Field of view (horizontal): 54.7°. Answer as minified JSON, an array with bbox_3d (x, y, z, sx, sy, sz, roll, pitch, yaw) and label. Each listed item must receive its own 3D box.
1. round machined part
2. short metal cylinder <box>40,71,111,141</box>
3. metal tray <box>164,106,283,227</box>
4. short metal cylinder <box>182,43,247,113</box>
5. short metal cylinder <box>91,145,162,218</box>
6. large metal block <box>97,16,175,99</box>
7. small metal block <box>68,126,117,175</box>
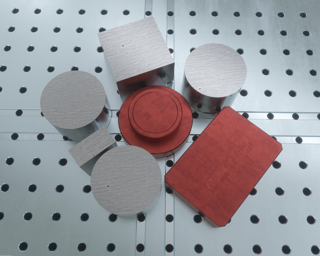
[{"bbox_3d":[-0.006,-0.013,0.407,0.099,0.042,0.098,0,70,0],"label":"round machined part"},{"bbox_3d":[-0.108,-0.028,0.407,0.081,0.050,0.080,0,70,0],"label":"short metal cylinder"},{"bbox_3d":[0.079,0.047,0.391,0.090,0.030,0.130,39,74,13],"label":"metal tray"},{"bbox_3d":[0.072,-0.067,0.423,0.081,0.050,0.080,0,70,0],"label":"short metal cylinder"},{"bbox_3d":[-0.038,0.066,0.373,0.081,0.050,0.080,0,70,0],"label":"short metal cylinder"},{"bbox_3d":[-0.033,-0.098,0.434,0.080,0.050,0.080,-20,71,-7],"label":"large metal block"},{"bbox_3d":[-0.080,0.029,0.386,0.050,0.050,0.025,-36,74,-12],"label":"small metal block"}]
